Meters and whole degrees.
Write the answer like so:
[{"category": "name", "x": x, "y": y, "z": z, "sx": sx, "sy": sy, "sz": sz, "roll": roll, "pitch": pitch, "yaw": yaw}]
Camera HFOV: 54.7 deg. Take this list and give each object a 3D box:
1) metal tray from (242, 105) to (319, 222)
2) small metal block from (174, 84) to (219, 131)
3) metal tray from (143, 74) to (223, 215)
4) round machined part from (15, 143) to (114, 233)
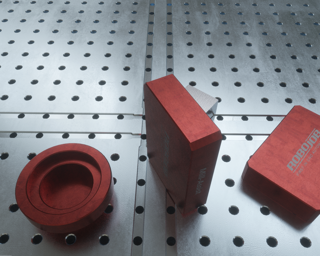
[{"category": "metal tray", "x": 0.173, "y": 0.036, "z": 0.375, "sx": 0.090, "sy": 0.030, "sz": 0.131, "roll": 34, "pitch": 58, "yaw": 25}, {"category": "small metal block", "x": 0.045, "y": -0.028, "z": 0.431, "sx": 0.050, "sy": 0.025, "sz": 0.050, "roll": 32, "pitch": 57, "yaw": 24}, {"category": "metal tray", "x": 0.018, "y": 0.021, "z": 0.322, "sx": 0.030, "sy": 0.129, "sz": 0.090, "roll": -22, "pitch": 54, "yaw": -17}, {"category": "round machined part", "x": -0.100, "y": 0.068, "z": 0.339, "sx": 0.099, "sy": 0.042, "sz": 0.098, "roll": 0, "pitch": 50, "yaw": 0}]
